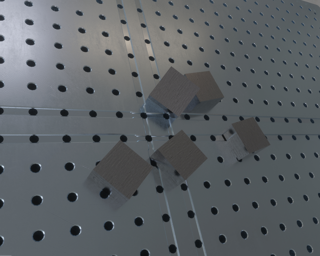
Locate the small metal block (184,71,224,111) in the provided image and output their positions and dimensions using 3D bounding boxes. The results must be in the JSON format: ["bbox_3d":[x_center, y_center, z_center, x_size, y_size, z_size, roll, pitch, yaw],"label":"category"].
[{"bbox_3d":[0.062,-0.058,0.476,0.050,0.025,0.050,-13,69,-33],"label":"small metal block"}]

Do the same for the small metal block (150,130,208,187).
[{"bbox_3d":[0.024,0.038,0.397,0.050,0.025,0.050,49,51,6],"label":"small metal block"}]

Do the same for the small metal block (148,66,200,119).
[{"bbox_3d":[0.019,-0.049,0.433,0.050,0.025,0.050,37,83,-4],"label":"small metal block"}]

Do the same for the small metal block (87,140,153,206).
[{"bbox_3d":[-0.044,0.051,0.353,0.050,0.025,0.050,40,51,-1],"label":"small metal block"}]

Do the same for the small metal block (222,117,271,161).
[{"bbox_3d":[0.130,0.015,0.468,0.050,0.025,0.050,-16,70,-34],"label":"small metal block"}]
